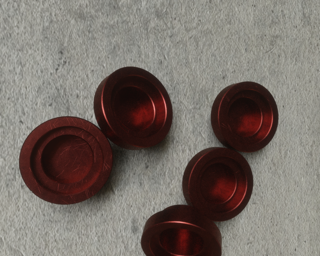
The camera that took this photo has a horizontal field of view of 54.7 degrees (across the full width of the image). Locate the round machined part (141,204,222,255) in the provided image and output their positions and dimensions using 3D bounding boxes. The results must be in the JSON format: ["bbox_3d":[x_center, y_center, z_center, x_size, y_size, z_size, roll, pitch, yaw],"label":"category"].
[{"bbox_3d":[0.028,0.136,0.393,0.098,0.042,0.097,5,123,8],"label":"round machined part"}]

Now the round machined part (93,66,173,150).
[{"bbox_3d":[-0.035,-0.021,0.375,0.099,0.042,0.098,12,70,-35],"label":"round machined part"}]

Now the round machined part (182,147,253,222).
[{"bbox_3d":[0.075,0.075,0.428,0.099,0.042,0.097,0,90,-20],"label":"round machined part"}]

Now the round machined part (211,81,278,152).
[{"bbox_3d":[0.115,-0.015,0.442,0.099,0.042,0.097,0,90,-20],"label":"round machined part"}]

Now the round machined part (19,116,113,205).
[{"bbox_3d":[-0.107,0.035,0.358,0.099,0.042,0.097,-1,93,-17],"label":"round machined part"}]
